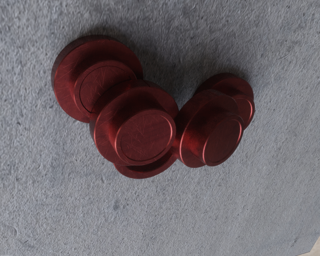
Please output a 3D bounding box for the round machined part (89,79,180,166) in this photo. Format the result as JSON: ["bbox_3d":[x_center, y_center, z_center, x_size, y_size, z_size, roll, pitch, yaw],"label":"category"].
[{"bbox_3d":[-0.022,0.001,0.332,0.099,0.042,0.097,-14,125,-21],"label":"round machined part"}]

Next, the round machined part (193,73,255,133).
[{"bbox_3d":[0.093,-0.024,0.434,0.099,0.042,0.097,-14,125,-21],"label":"round machined part"}]

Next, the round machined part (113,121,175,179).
[{"bbox_3d":[-0.020,0.014,0.396,0.099,0.042,0.097,-14,125,-21],"label":"round machined part"}]

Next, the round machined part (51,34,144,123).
[{"bbox_3d":[-0.063,-0.047,0.334,0.099,0.042,0.097,-14,125,-21],"label":"round machined part"}]

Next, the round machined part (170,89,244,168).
[{"bbox_3d":[0.062,0.007,0.369,0.099,0.042,0.097,-24,131,-31],"label":"round machined part"}]
